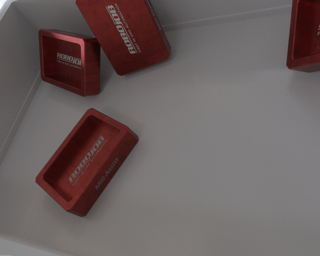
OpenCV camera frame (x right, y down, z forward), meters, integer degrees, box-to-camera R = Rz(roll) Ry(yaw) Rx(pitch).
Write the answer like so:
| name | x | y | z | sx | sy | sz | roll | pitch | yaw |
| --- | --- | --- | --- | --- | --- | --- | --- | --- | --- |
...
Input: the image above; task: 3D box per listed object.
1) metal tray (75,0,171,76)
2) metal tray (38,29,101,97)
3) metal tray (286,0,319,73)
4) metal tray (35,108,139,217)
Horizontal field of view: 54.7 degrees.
| name | x | y | z | sx | sy | sz | roll | pitch | yaw |
| --- | --- | --- | --- | --- | --- | --- | --- | --- | --- |
| metal tray | -0.050 | -0.149 | 0.455 | 0.090 | 0.130 | 0.030 | -17 | 34 | 19 |
| metal tray | -0.153 | -0.112 | 0.516 | 0.130 | 0.030 | 0.089 | 22 | 117 | 36 |
| metal tray | 0.183 | -0.110 | 0.303 | 0.130 | 0.030 | 0.089 | -176 | 92 | -74 |
| metal tray | -0.101 | 0.043 | 0.429 | 0.090 | 0.030 | 0.130 | 26 | 76 | 37 |
